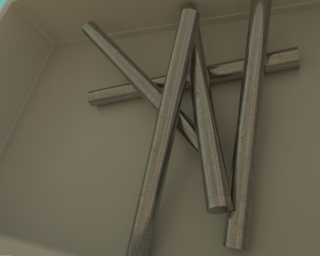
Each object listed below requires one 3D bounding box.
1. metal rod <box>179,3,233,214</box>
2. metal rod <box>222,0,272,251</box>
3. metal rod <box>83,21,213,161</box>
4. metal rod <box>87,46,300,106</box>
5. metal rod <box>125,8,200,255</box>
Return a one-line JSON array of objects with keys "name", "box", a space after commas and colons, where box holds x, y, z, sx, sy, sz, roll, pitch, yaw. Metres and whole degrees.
[{"name": "metal rod", "box": [0.049, -0.048, 0.376, 0.025, 0.025, 0.299, -16, 55, 19]}, {"name": "metal rod", "box": [0.101, -0.024, 0.344, 0.025, 0.025, 0.299, 1, 69, 29]}, {"name": "metal rod", "box": [-0.026, -0.063, 0.426, 0.025, 0.025, 0.300, -42, 61, 0]}, {"name": "metal rod", "box": [0.029, -0.066, 0.430, 0.300, 0.025, 0.025, -8, 58, 23]}, {"name": "metal rod", "box": [0.006, 0.000, 0.360, 0.025, 0.025, 0.299, 6, 77, 31]}]
